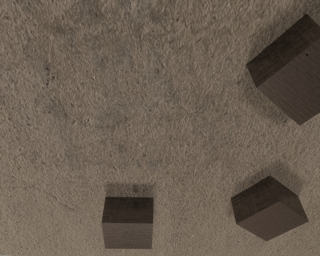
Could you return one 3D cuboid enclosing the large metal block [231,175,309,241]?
[{"bbox_3d":[0.178,0.134,0.508,0.080,0.050,0.080,34,122,-26],"label":"large metal block"}]

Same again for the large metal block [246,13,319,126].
[{"bbox_3d":[0.158,-0.061,0.341,0.080,0.050,0.080,33,122,-25],"label":"large metal block"}]

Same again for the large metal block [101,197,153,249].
[{"bbox_3d":[-0.053,0.163,0.529,0.081,0.050,0.079,2,130,-2],"label":"large metal block"}]
